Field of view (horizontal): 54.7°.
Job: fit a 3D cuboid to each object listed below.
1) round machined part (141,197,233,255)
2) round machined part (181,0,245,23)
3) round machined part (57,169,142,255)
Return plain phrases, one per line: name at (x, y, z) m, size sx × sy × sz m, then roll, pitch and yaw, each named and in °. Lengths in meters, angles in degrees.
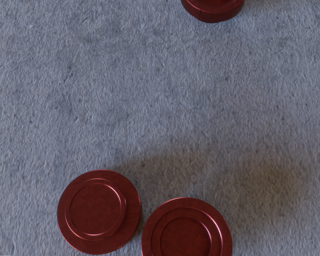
round machined part at (0.029, 0.131, 0.352) m, size 0.099 × 0.042 × 0.098 m, roll 0°, pitch 70°, yaw -1°
round machined part at (0.080, -0.201, 0.474) m, size 0.099 × 0.042 × 0.098 m, roll 0°, pitch 70°, yaw -1°
round machined part at (-0.072, 0.096, 0.363) m, size 0.099 × 0.042 × 0.098 m, roll 0°, pitch 70°, yaw -1°
